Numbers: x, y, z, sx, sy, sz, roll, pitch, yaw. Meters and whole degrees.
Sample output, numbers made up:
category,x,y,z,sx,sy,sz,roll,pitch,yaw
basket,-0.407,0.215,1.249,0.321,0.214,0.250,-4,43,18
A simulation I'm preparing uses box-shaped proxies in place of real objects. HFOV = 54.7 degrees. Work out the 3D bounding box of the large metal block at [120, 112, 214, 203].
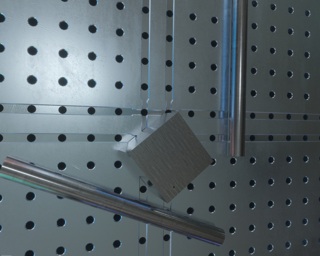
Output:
category,x,y,z,sx,sy,sz,roll,pitch,yaw
large metal block,0.008,0.036,0.402,0.080,0.050,0.080,-40,103,-16

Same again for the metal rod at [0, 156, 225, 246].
category,x,y,z,sx,sy,sz,roll,pitch,yaw
metal rod,-0.045,0.100,0.395,0.302,0.025,0.025,24,82,-19

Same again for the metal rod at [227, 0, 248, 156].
category,x,y,z,sx,sy,sz,roll,pitch,yaw
metal rod,0.115,-0.109,0.454,0.025,0.025,0.298,2,90,-20
